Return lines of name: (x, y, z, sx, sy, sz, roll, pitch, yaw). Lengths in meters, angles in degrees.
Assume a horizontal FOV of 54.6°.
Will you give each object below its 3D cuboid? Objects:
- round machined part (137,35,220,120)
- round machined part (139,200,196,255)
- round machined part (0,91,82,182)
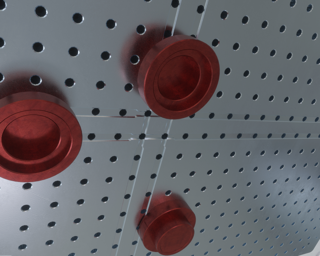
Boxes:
round machined part: (0.019, -0.063, 0.371, 0.099, 0.042, 0.097, -14, 124, -21)
round machined part: (0.018, 0.171, 0.515, 0.099, 0.042, 0.097, -14, 124, -21)
round machined part: (-0.137, 0.006, 0.329, 0.099, 0.042, 0.097, -14, 124, -21)
